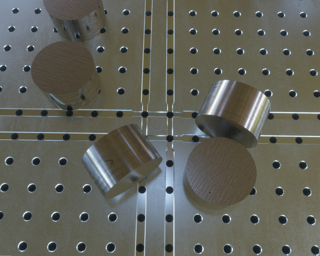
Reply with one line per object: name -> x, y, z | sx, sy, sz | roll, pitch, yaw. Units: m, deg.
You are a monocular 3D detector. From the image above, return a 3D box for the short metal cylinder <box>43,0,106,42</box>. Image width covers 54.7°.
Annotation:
short metal cylinder -> -0.125, -0.177, 0.462 | 0.081, 0.050, 0.080 | 0, 70, 0

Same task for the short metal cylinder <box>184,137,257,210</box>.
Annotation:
short metal cylinder -> 0.070, 0.057, 0.378 | 0.081, 0.050, 0.080 | 0, 70, 0

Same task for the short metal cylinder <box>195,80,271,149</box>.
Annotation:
short metal cylinder -> 0.091, -0.016, 0.389 | 0.080, 0.080, 0.050 | 24, 72, 8

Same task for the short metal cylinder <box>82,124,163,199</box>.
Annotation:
short metal cylinder -> -0.044, 0.040, 0.368 | 0.080, 0.080, 0.050 | -34, 74, -11

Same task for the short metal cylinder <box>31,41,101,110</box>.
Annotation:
short metal cylinder -> -0.126, -0.070, 0.423 | 0.081, 0.050, 0.080 | 0, 70, 0
